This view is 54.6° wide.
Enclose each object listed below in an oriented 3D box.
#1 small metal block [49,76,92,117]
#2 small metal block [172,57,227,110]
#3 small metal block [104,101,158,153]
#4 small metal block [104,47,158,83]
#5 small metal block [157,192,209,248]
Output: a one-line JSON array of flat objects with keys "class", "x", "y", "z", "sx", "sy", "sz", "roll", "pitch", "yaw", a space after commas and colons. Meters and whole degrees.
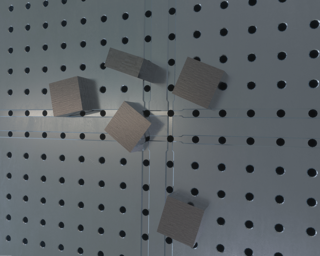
[{"class": "small metal block", "x": -0.133, "y": -0.045, "z": 0.460, "sx": 0.050, "sy": 0.025, "sz": 0.050, "roll": -11, "pitch": 86, "yaw": 19}, {"class": "small metal block", "x": 0.051, "y": -0.056, "z": 0.395, "sx": 0.050, "sy": 0.025, "sz": 0.050, "roll": 26, "pitch": 99, "yaw": 18}, {"class": "small metal block", "x": -0.040, "y": -0.002, "z": 0.427, "sx": 0.050, "sy": 0.025, "sz": 0.050, "roll": 40, "pitch": 102, "yaw": 15}, {"class": "small metal block", "x": -0.037, "y": -0.083, "z": 0.413, "sx": 0.050, "sy": 0.050, "sz": 0.025, "roll": 22, "pitch": 97, "yaw": 19}, {"class": "small metal block", "x": 0.030, "y": 0.118, "z": 0.403, "sx": 0.050, "sy": 0.025, "sz": 0.050, "roll": 18, "pitch": 96, "yaw": 19}]
